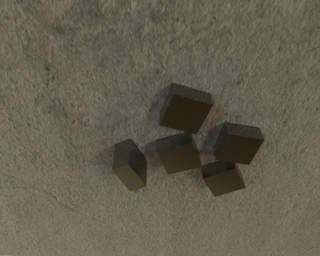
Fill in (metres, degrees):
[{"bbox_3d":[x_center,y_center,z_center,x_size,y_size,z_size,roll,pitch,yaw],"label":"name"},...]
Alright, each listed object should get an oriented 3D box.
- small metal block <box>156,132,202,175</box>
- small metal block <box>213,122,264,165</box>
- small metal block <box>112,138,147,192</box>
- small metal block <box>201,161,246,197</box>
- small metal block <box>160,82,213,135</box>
[{"bbox_3d":[0.027,0.036,0.438,0.050,0.025,0.050,-15,129,12],"label":"small metal block"},{"bbox_3d":[0.107,0.022,0.428,0.050,0.025,0.050,9,130,-9],"label":"small metal block"},{"bbox_3d":[-0.041,0.052,0.434,0.025,0.050,0.050,-20,128,16],"label":"small metal block"},{"bbox_3d":[0.097,0.075,0.473,0.050,0.025,0.050,-21,127,16],"label":"small metal block"},{"bbox_3d":[0.031,-0.023,0.388,0.050,0.025,0.050,14,129,-13],"label":"small metal block"}]
